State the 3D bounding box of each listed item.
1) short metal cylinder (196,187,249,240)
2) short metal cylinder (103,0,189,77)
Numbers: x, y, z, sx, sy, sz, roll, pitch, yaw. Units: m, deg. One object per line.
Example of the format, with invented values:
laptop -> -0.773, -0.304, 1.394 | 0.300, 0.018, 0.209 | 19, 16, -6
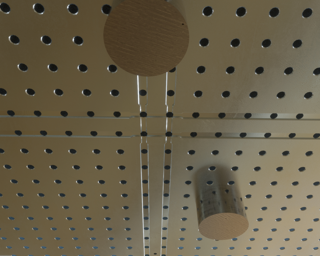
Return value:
short metal cylinder -> 0.103, 0.144, 0.519 | 0.081, 0.050, 0.079 | 0, 130, 0
short metal cylinder -> -0.013, -0.099, 0.311 | 0.081, 0.050, 0.079 | 0, 130, 0
